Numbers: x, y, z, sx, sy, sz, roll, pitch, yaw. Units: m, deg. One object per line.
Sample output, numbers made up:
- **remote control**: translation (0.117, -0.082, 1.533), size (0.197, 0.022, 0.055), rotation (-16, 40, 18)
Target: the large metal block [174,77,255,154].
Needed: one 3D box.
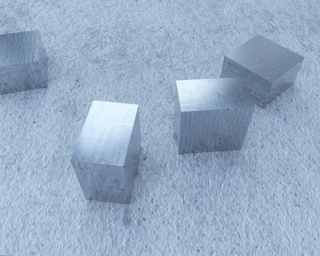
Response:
- **large metal block**: translation (0.061, -0.014, 0.379), size (0.081, 0.080, 0.050), rotation (-4, 50, -3)

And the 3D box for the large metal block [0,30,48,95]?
- **large metal block**: translation (-0.219, -0.100, 0.469), size (0.081, 0.050, 0.080), rotation (-10, 51, -9)

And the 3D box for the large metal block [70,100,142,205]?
- **large metal block**: translation (-0.054, 0.028, 0.343), size (0.050, 0.080, 0.080), rotation (6, 50, 5)

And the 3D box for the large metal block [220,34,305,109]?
- **large metal block**: translation (0.149, -0.086, 0.460), size (0.080, 0.050, 0.080), rotation (-35, 58, -26)
